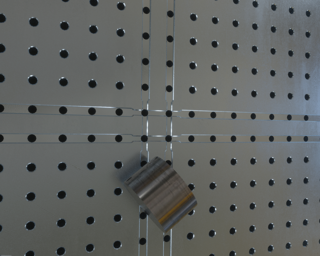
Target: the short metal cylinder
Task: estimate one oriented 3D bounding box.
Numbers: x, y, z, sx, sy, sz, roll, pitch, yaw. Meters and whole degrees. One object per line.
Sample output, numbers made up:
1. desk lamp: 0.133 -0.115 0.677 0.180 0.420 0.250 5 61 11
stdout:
1. short metal cylinder: 0.000 0.082 0.383 0.050 0.080 0.080 -38 102 -16
